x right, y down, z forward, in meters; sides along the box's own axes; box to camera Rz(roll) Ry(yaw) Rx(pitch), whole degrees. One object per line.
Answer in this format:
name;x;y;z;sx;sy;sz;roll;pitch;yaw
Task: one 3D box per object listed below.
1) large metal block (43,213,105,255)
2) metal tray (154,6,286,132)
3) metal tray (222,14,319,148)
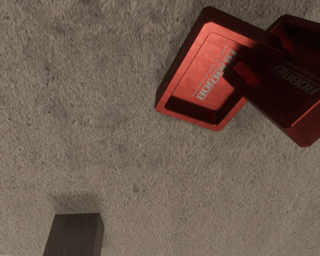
large metal block;-0.146;0.197;0.537;0.080;0.080;0.050;-3;130;2
metal tray;0.059;-0.056;0.343;0.091;0.030;0.129;18;136;-15
metal tray;0.122;-0.051;0.283;0.090;0.130;0.030;-45;119;12
